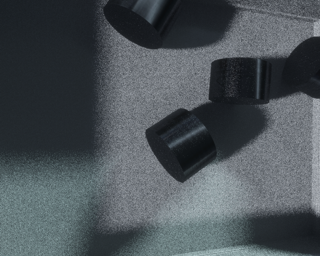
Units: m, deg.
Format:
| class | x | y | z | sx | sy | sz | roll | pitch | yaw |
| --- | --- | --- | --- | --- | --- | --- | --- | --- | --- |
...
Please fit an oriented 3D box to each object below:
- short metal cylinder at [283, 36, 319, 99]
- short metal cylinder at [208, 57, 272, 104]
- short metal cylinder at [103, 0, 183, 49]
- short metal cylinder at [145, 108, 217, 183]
| class | x | y | z | sx | sy | sz | roll | pitch | yaw |
| --- | --- | --- | --- | --- | --- | --- | --- | --- | --- |
| short metal cylinder | 0.237 | -0.091 | 0.471 | 0.050 | 0.080 | 0.080 | 22 | 83 | -19 |
| short metal cylinder | 0.109 | -0.061 | 0.423 | 0.081 | 0.080 | 0.050 | 5 | 88 | -20 |
| short metal cylinder | -0.020 | -0.140 | 0.374 | 0.080 | 0.080 | 0.050 | 32 | 80 | -18 |
| short metal cylinder | 0.026 | 0.022 | 0.392 | 0.050 | 0.080 | 0.080 | -33 | 101 | -17 |
